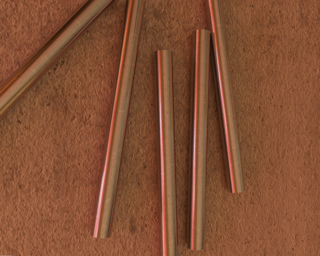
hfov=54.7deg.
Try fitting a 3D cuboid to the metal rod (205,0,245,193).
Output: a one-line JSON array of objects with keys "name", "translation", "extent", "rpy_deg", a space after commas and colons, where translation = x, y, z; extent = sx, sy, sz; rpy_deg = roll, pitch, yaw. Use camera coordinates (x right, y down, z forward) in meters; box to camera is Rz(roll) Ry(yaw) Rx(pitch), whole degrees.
[{"name": "metal rod", "translation": [0.092, -0.056, 0.444], "extent": [0.025, 0.025, 0.298], "rpy_deg": [-9, 93, -20]}]

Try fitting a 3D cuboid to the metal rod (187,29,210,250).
[{"name": "metal rod", "translation": [0.053, 0.016, 0.430], "extent": [0.025, 0.025, 0.298], "rpy_deg": [2, 90, -20]}]

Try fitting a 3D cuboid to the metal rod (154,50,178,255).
[{"name": "metal rod", "translation": [0.008, 0.048, 0.413], "extent": [0.025, 0.025, 0.298], "rpy_deg": [-2, 91, -20]}]

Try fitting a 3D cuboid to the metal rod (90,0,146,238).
[{"name": "metal rod", "translation": [-0.052, -0.015, 0.390], "extent": [0.025, 0.025, 0.298], "rpy_deg": [9, 87, -20]}]

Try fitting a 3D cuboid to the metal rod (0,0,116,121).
[{"name": "metal rod", "translation": [-0.146, -0.066, 0.355], "extent": [0.025, 0.025, 0.300], "rpy_deg": [42, 76, -16]}]
